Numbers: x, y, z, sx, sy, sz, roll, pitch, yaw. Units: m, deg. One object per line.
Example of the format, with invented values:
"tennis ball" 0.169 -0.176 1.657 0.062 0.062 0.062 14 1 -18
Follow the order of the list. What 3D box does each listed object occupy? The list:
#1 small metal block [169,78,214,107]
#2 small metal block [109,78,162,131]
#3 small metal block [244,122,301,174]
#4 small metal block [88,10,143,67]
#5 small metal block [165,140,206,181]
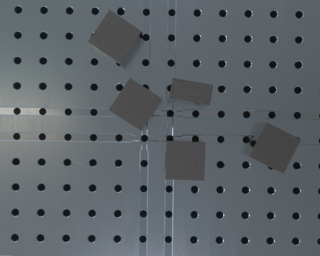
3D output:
"small metal block" 0.038 -0.045 0.401 0.050 0.050 0.025 10 90 0
"small metal block" -0.032 -0.031 0.413 0.050 0.025 0.050 33 90 0
"small metal block" 0.149 0.026 0.414 0.050 0.025 0.050 27 90 0
"small metal block" -0.058 -0.118 0.413 0.050 0.025 0.050 34 90 0
"small metal block" 0.033 0.042 0.414 0.050 0.025 0.050 2 90 0
